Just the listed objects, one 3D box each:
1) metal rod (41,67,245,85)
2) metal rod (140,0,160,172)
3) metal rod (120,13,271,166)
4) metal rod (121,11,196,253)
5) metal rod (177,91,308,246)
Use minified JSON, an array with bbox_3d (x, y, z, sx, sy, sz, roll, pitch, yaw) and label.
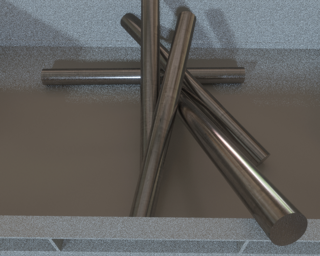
[{"bbox_3d":[-0.024,-0.079,0.470,0.302,0.025,0.025,-1,50,-1],"label":"metal rod"},{"bbox_3d":[-0.012,-0.084,0.399,0.025,0.025,0.299,0,74,-1],"label":"metal rod"},{"bbox_3d":[0.036,-0.066,0.433,0.025,0.025,0.300,-29,64,-22],"label":"metal rod"},{"bbox_3d":[0.006,-0.015,0.359,0.025,0.025,0.299,10,66,8],"label":"metal rod"},{"bbox_3d":[0.045,0.003,0.320,0.025,0.025,0.300,-11,25,-9],"label":"metal rod"}]
